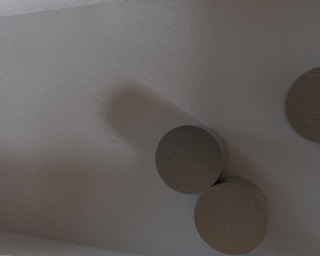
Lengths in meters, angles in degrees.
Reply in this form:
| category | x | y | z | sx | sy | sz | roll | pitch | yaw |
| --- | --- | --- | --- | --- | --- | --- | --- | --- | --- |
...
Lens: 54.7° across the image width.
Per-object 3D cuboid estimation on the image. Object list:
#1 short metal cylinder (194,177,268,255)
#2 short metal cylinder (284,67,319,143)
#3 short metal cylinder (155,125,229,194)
| category | x | y | z | sx | sy | sz | roll | pitch | yaw |
| --- | --- | --- | --- | --- | --- | --- | --- | --- | --- |
| short metal cylinder | 0.086 | 0.101 | 0.367 | 0.080 | 0.050 | 0.079 | 0 | 90 | 19 |
| short metal cylinder | 0.178 | -0.023 | 0.335 | 0.080 | 0.050 | 0.079 | 0 | 90 | 19 |
| short metal cylinder | 0.041 | 0.037 | 0.382 | 0.080 | 0.050 | 0.079 | 0 | 90 | 19 |
